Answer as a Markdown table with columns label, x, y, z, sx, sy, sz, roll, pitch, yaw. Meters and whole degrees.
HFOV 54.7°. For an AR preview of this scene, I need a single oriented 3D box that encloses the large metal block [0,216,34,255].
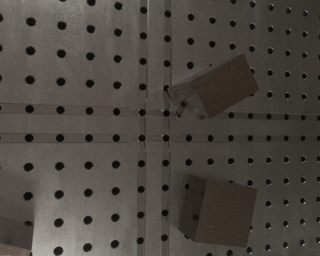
| label | x | y | z | sx | sy | sz | roll | pitch | yaw |
| --- | --- | --- | --- | --- | --- | --- | --- | --- | --- |
| large metal block | -0.181 | 0.125 | 0.317 | 0.080 | 0.080 | 0.050 | 24 | 82 | -19 |

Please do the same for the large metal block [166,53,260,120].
| label | x | y | z | sx | sy | sz | roll | pitch | yaw |
| --- | --- | --- | --- | --- | --- | --- | --- | --- | --- |
| large metal block | 0.067 | -0.051 | 0.409 | 0.080 | 0.080 | 0.050 | -29 | 100 | -18 |

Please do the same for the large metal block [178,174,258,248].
| label | x | y | z | sx | sy | sz | roll | pitch | yaw |
| --- | --- | --- | --- | --- | --- | --- | --- | --- | --- |
| large metal block | 0.080 | 0.114 | 0.431 | 0.081 | 0.050 | 0.080 | 14 | 85 | -20 |
